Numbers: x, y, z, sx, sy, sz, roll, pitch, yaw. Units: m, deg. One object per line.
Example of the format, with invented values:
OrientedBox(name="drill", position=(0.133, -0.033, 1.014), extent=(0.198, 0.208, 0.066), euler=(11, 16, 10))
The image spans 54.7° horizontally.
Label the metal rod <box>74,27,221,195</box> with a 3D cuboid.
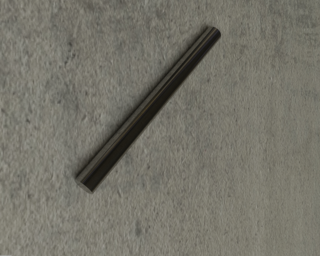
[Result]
OrientedBox(name="metal rod", position=(0.000, -0.040, 0.406), extent=(0.301, 0.025, 0.025), euler=(-52, 121, -28))
